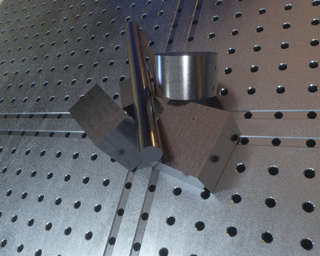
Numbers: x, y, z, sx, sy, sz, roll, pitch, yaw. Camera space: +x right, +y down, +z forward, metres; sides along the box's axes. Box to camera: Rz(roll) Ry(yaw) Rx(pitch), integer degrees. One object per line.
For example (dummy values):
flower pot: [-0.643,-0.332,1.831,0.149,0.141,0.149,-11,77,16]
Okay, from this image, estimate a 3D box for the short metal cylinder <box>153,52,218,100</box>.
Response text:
short metal cylinder: [0.032,-0.068,0.388,0.080,0.081,0.050,9,110,32]

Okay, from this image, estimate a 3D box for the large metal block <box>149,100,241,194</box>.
large metal block: [0.036,0.018,0.361,0.080,0.050,0.080,19,72,35]

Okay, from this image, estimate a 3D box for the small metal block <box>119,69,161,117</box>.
small metal block: [-0.030,-0.051,0.454,0.050,0.025,0.050,-22,54,14]

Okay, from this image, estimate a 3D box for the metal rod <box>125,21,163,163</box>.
metal rod: [-0.029,-0.073,0.428,0.025,0.025,0.300,-25,41,13]

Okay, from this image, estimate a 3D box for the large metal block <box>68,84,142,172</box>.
large metal block: [-0.060,0.000,0.402,0.050,0.080,0.080,-45,51,-3]
